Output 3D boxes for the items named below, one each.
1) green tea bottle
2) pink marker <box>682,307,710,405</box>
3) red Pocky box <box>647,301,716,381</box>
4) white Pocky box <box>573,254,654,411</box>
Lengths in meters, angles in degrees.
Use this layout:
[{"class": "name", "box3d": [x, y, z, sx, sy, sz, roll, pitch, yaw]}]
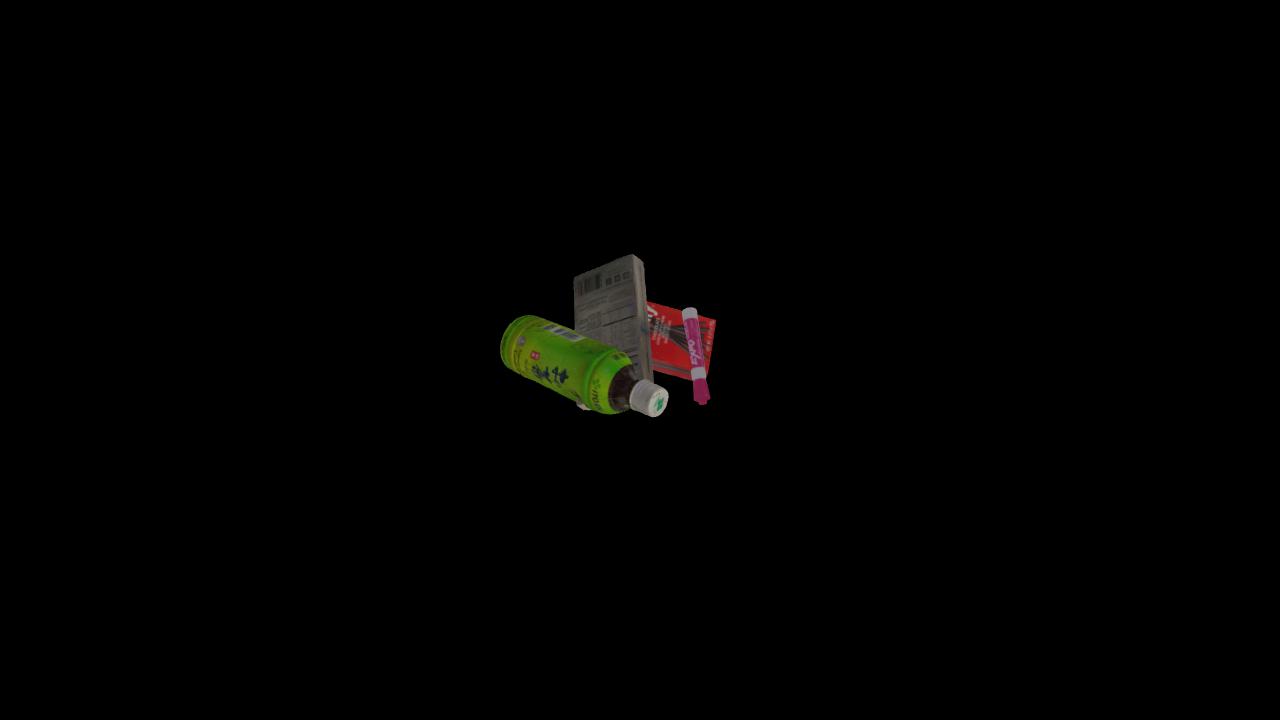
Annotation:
[{"class": "green tea bottle", "box3d": [-0.060, 0.009, 0.649, 0.212, 0.073, 0.073, 20, 13, 39]}, {"class": "pink marker", "box3d": [0.065, -0.005, 0.713, 0.020, 0.121, 0.020, -5, -26, -2]}, {"class": "red Pocky box", "box3d": [0.010, -0.030, 0.729, 0.155, 0.083, 0.028, 15, -34, -4]}, {"class": "white Pocky box", "box3d": [-0.030, -0.030, 0.650, 0.084, 0.154, 0.028, -16, -25, 28]}]
